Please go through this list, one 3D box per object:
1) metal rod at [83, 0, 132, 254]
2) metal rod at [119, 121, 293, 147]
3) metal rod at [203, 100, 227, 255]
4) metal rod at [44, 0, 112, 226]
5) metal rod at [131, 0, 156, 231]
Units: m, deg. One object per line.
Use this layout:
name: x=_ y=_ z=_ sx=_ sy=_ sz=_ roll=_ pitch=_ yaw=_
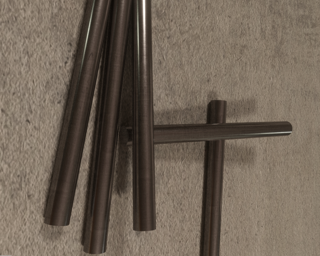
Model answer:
metal rod: x=-0.059 y=-0.012 z=0.356 sx=0.025 sy=0.025 sz=0.298 roll=9 pitch=84 yaw=-40
metal rod: x=0.086 y=0.005 z=0.449 sx=0.303 sy=0.025 sz=0.025 roll=-2 pitch=92 yaw=-31
metal rod: x=0.083 y=0.107 z=0.477 sx=0.025 sy=0.025 sz=0.298 roll=6 pitch=86 yaw=-40
metal rod: x=-0.083 y=-0.049 z=0.336 sx=0.025 sy=0.025 sz=0.298 roll=15 pitch=80 yaw=-39
metal rod: x=-0.020 y=-0.037 z=0.362 sx=0.025 sy=0.025 sz=0.298 roll=7 pitch=78 yaw=-40
